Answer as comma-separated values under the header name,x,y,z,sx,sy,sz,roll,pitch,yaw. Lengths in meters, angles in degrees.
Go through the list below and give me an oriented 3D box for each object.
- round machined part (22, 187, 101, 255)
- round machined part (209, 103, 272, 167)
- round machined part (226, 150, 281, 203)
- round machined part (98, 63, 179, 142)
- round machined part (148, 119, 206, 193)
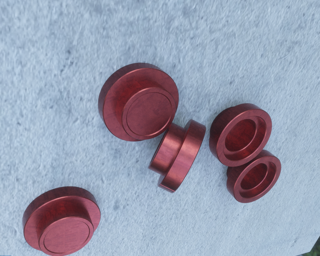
name,x,y,z,sx,sy,sz,roll,pitch,yaw
round machined part,-0.126,0.129,0.408,0.099,0.042,0.097,-14,125,-21
round machined part,0.115,0.006,0.465,0.099,0.042,0.097,-14,125,-21
round machined part,0.154,0.078,0.531,0.099,0.042,0.097,-14,125,-21
round machined part,-0.020,-0.025,0.371,0.099,0.042,0.097,-14,124,-21
round machined part,0.018,0.031,0.403,0.042,0.098,0.097,27,107,-1
